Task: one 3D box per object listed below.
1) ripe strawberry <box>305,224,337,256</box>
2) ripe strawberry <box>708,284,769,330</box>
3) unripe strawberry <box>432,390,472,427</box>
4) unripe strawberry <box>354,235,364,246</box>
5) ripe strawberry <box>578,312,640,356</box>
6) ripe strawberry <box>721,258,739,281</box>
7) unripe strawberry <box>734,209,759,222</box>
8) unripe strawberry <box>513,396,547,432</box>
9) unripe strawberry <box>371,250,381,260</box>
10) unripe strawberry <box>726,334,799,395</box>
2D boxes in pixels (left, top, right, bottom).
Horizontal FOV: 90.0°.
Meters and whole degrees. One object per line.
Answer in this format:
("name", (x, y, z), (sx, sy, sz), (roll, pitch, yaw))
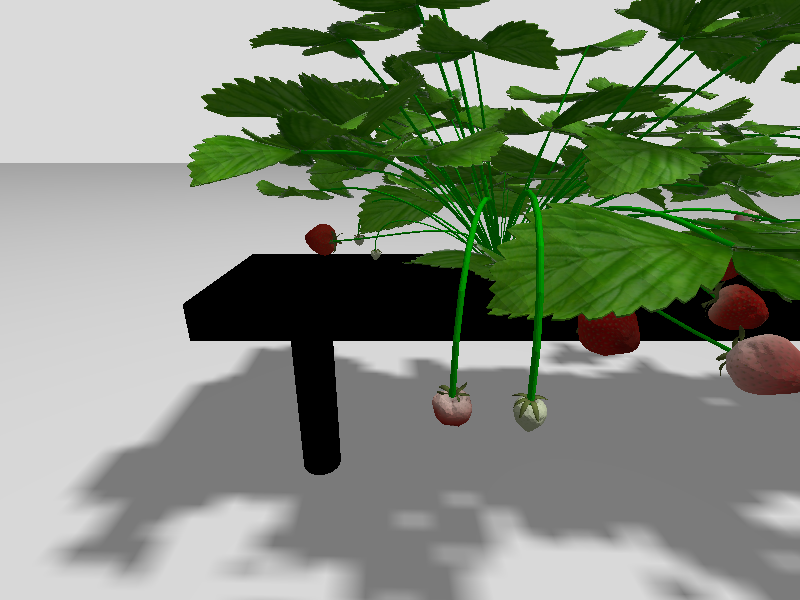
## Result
("ripe strawberry", (-0.085, -0.064, 0.424), (0.034, 0.033, 0.032), (7, 22, 20))
("ripe strawberry", (0.204, 0.006, 0.241), (0.025, 0.028, 0.027), (-18, 43, -39))
("unripe strawberry", (0.020, 0.041, 0.151), (0.015, 0.014, 0.014), (6, 22, 16))
("unripe strawberry", (-0.046, -0.067, 0.451), (0.011, 0.011, 0.011), (14, 25, 33))
("ripe strawberry", (0.112, 0.016, 0.213), (0.030, 0.032, 0.033), (-3, 21, -8))
("ripe strawberry", (0.276, -0.037, 0.343), (0.042, 0.041, 0.039), (2, 21, 5))
("unripe strawberry", (0.484, -0.113, 0.562), (0.027, 0.028, 0.029), (-5, 21, -13))
("unripe strawberry", (0.043, 0.038, 0.133), (0.011, 0.011, 0.011), (4, 21, 10))
("unripe strawberry", (-0.024, -0.045, 0.401), (0.010, 0.010, 0.011), (7, 22, 18))
("unripe strawberry", (0.164, 0.030, 0.177), (0.031, 0.028, 0.028), (-8, 23, -19))
